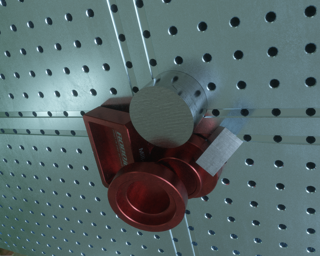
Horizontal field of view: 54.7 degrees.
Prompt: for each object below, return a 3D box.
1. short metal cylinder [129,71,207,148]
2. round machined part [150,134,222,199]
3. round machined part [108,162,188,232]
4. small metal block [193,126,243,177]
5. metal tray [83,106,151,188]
[{"bbox_3d":[0.011,-0.023,0.374,0.080,0.050,0.079,13,124,20],"label":"short metal cylinder"},{"bbox_3d":[0.029,0.057,0.417,0.098,0.042,0.097,13,124,20],"label":"round machined part"},{"bbox_3d":[-0.013,0.082,0.395,0.098,0.042,0.097,7,121,12],"label":"round machined part"},{"bbox_3d":[0.066,0.025,0.362,0.025,0.050,0.050,40,94,1],"label":"small metal block"},{"bbox_3d":[-0.057,0.039,0.445,0.090,0.030,0.129,14,125,38],"label":"metal tray"}]
